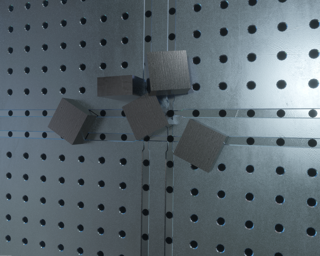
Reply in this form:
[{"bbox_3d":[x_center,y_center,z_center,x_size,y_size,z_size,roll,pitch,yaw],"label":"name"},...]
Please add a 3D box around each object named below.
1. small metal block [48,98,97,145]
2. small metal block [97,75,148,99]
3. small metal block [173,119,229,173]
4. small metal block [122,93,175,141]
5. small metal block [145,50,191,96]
[{"bbox_3d":[-0.130,-0.010,0.459,0.050,0.025,0.050,33,101,17],"label":"small metal block"},{"bbox_3d":[-0.049,-0.053,0.417,0.050,0.050,0.025,-1,90,20],"label":"small metal block"},{"bbox_3d":[0.052,0.022,0.394,0.050,0.025,0.050,27,99,18],"label":"small metal block"},{"bbox_3d":[-0.016,-0.017,0.419,0.050,0.025,0.050,-27,81,18],"label":"small metal block"},{"bbox_3d":[0.009,-0.070,0.396,0.050,0.025,0.050,-5,81,-10],"label":"small metal block"}]
